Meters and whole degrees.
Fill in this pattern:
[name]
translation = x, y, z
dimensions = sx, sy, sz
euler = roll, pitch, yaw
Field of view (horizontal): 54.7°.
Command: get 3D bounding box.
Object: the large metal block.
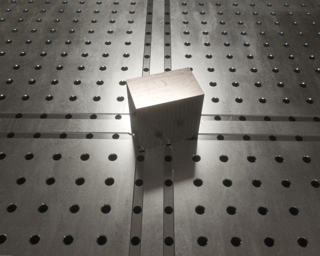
[large metal block]
translation = 0.005, -0.023, 0.391
dimensions = 0.081, 0.080, 0.050
euler = -13, 52, -11
